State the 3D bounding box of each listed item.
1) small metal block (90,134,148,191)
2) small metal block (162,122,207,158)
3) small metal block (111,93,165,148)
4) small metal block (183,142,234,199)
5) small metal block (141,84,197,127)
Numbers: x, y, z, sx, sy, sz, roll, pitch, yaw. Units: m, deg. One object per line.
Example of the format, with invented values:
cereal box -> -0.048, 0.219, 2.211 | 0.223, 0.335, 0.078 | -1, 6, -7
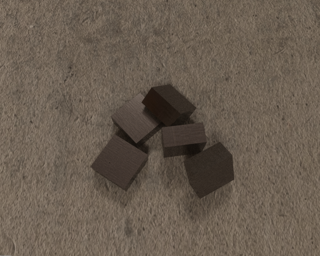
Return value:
small metal block -> -0.050, 0.044, 0.391 | 0.050, 0.025, 0.050 | 31, 73, 10
small metal block -> 0.029, 0.016, 0.389 | 0.050, 0.050, 0.025 | -7, 71, -3
small metal block -> -0.028, -0.010, 0.411 | 0.050, 0.025, 0.050 | -41, 75, -14
small metal block -> 0.060, 0.052, 0.374 | 0.050, 0.050, 0.025 | -27, 46, -10
small metal block -> 0.013, -0.030, 0.404 | 0.050, 0.050, 0.025 | 44, 118, 14
